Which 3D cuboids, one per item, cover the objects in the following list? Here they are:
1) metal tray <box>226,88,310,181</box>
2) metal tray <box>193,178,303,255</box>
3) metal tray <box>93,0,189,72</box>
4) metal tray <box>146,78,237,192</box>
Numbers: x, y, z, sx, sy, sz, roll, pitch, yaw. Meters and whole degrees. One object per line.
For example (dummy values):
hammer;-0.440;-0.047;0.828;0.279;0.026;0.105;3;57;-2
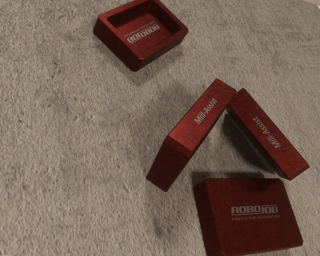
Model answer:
metal tray;0.145;0.010;0.436;0.130;0.030;0.090;53;7;12
metal tray;0.113;0.112;0.395;0.131;0.030;0.090;5;60;-26
metal tray;-0.026;-0.151;0.480;0.090;0.030;0.131;45;51;3
metal tray;0.039;0.007;0.377;0.030;0.089;0.131;35;50;9
